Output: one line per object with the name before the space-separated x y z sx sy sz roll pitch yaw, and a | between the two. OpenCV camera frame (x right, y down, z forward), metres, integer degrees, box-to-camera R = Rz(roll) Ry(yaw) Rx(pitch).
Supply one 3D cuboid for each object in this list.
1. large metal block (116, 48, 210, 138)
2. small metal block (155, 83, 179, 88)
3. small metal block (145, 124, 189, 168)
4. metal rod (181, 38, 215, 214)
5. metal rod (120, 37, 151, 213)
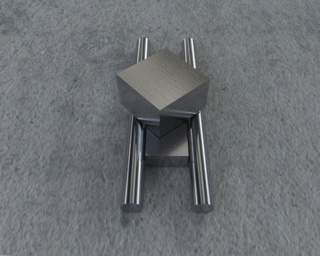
large metal block | 0.004 -0.047 0.393 0.080 0.050 0.080 -34 58 -25
small metal block | 0.009 -0.068 0.460 0.050 0.025 0.050 1 50 0
small metal block | 0.008 0.021 0.386 0.050 0.025 0.050 1 50 0
metal rod | 0.047 -0.028 0.429 0.025 0.025 0.300 1 50 0
metal rod | -0.029 -0.028 0.429 0.025 0.025 0.300 1 50 0
